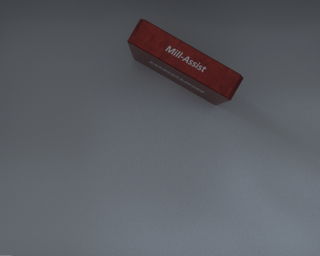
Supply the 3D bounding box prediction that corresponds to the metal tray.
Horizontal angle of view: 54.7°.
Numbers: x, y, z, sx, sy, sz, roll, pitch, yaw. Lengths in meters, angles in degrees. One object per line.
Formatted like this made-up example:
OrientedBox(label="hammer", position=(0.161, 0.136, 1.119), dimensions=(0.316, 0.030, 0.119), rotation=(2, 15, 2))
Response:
OrientedBox(label="metal tray", position=(0.028, -0.075, 0.379), dimensions=(0.130, 0.090, 0.030), rotation=(30, 90, -1))
